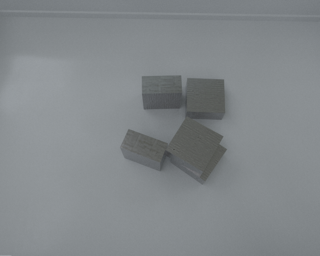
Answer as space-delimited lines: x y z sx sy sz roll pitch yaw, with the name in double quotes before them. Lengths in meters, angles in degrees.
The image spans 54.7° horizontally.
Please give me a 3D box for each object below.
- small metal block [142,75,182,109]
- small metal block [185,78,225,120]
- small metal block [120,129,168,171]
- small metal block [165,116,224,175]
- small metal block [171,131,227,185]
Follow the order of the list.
"small metal block" 0.002 -0.047 0.413 0.050 0.050 0.025 -1 70 -1
"small metal block" 0.061 -0.040 0.425 0.050 0.025 0.050 2 70 0
"small metal block" -0.019 0.029 0.386 0.050 0.050 0.025 20 71 7
"small metal block" 0.041 0.022 0.376 0.050 0.025 0.050 30 73 10
"small metal block" 0.049 0.036 0.397 0.050 0.025 0.050 34 73 11
